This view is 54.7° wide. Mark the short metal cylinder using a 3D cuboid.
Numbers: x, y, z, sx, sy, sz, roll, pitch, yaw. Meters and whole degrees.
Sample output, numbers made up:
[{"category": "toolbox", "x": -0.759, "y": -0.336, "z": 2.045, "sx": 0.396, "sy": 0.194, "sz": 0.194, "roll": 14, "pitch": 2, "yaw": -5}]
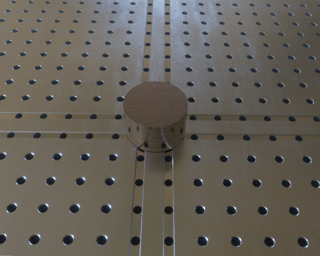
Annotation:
[{"category": "short metal cylinder", "x": -0.006, "y": -0.015, "z": 0.404, "sx": 0.081, "sy": 0.050, "sz": 0.080, "roll": 0, "pitch": 50, "yaw": 0}]
